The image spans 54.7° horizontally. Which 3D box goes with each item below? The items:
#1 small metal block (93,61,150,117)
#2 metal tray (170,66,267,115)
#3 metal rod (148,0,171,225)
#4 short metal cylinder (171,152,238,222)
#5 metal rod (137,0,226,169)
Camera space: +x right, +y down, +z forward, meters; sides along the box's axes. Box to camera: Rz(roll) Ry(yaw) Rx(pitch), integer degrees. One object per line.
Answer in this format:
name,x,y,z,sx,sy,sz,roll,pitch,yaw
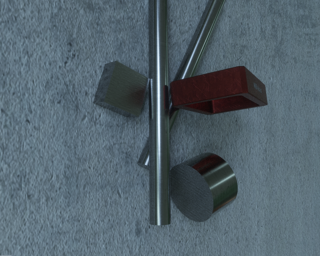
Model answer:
small metal block,-0.045,-0.045,0.368,0.050,0.025,0.050,24,75,-38
metal tray,0.082,-0.043,0.403,0.131,0.090,0.030,5,78,-62
metal rod,-0.001,-0.036,0.383,0.025,0.025,0.298,6,79,-40
short metal cylinder,0.057,0.079,0.419,0.050,0.080,0.079,-19,102,-39
metal rod,0.039,-0.081,0.439,0.025,0.025,0.300,37,67,-34
